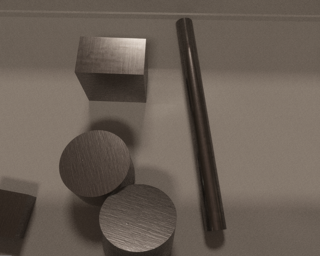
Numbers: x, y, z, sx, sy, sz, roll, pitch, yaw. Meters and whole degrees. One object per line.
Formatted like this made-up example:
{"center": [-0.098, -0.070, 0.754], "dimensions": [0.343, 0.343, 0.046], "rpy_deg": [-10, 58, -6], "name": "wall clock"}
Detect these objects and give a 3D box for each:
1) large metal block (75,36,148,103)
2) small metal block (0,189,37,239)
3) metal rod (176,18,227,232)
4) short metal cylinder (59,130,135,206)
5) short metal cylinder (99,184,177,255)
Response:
{"center": [-0.058, -0.074, 0.407], "dimensions": [0.081, 0.080, 0.050], "rpy_deg": [2, 70, 0], "name": "large metal block"}
{"center": [-0.185, 0.102, 0.370], "dimensions": [0.050, 0.025, 0.050], "rpy_deg": [10, 70, 3], "name": "small metal block"}
{"center": [0.051, -0.019, 0.417], "dimensions": [0.025, 0.025, 0.299], "rpy_deg": [-5, 70, -2], "name": "metal rod"}
{"center": [-0.073, 0.049, 0.373], "dimensions": [0.081, 0.050, 0.080], "rpy_deg": [-1, 64, 1], "name": "short metal cylinder"}
{"center": [-0.024, 0.109, 0.339], "dimensions": [0.081, 0.050, 0.080], "rpy_deg": [3, 42, -2], "name": "short metal cylinder"}
